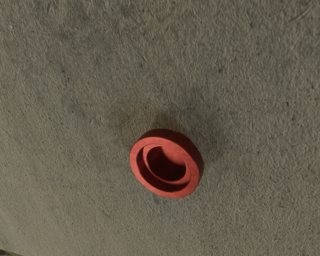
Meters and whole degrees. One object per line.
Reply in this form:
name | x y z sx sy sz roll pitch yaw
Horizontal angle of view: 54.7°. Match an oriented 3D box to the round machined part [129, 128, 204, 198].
round machined part | 0.012 0.043 0.416 0.098 0.042 0.097 13 124 20
